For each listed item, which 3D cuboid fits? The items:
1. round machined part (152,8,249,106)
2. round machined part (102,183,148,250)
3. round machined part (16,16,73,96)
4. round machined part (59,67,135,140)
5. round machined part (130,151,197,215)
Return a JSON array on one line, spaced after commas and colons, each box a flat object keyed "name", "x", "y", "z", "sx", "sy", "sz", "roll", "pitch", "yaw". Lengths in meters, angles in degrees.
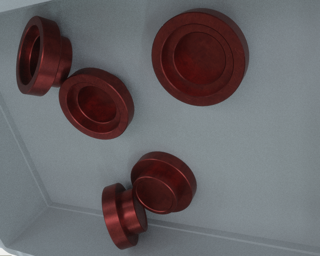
[{"name": "round machined part", "x": 0.044, "y": -0.076, "z": 0.327, "sx": 0.098, "sy": 0.042, "sz": 0.097, "roll": 13, "pitch": 124, "yaw": 20}, {"name": "round machined part", "x": -0.050, "y": 0.131, "z": 0.475, "sx": 0.042, "sy": 0.098, "sz": 0.097, "roll": -19, "pitch": 111, "yaw": 5}, {"name": "round machined part", "x": -0.147, "y": -0.089, "z": 0.397, "sx": 0.098, "sy": 0.042, "sz": 0.097, "roll": -8, "pitch": 79, "yaw": 48}, {"name": "round machined part", "x": -0.079, "y": -0.036, "z": 0.410, "sx": 0.098, "sy": 0.042, "sz": 0.097, "roll": 11, "pitch": 128, "yaw": 15}, {"name": "round machined part", "x": 0.000, "y": 0.086, "z": 0.450, "sx": 0.098, "sy": 0.042, "sz": 0.097, "roll": 13, "pitch": 124, "yaw": 20}]
